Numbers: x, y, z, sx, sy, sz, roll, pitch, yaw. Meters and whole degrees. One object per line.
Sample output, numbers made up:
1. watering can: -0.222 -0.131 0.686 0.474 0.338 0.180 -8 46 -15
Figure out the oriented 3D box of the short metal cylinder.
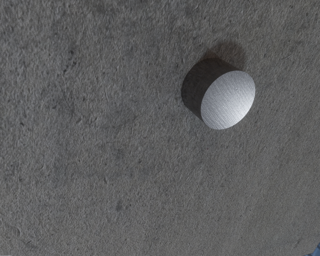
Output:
1. short metal cylinder: 0.075 -0.045 0.403 0.081 0.050 0.080 -14 124 -21
